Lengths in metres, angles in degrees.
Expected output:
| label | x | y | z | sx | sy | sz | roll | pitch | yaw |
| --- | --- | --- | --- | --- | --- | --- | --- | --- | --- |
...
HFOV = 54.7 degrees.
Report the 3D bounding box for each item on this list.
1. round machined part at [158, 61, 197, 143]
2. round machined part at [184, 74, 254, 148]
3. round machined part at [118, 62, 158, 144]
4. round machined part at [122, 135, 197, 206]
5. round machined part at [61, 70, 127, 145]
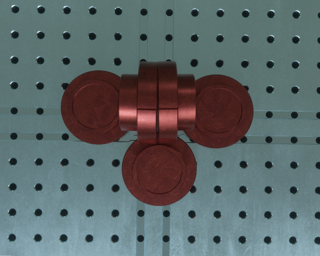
| label | x | y | z | sx | sy | sz | roll | pitch | yaw |
| --- | --- | --- | --- | --- | --- | --- | --- | --- | --- |
| round machined part | 0.019 | -0.031 | 0.372 | 0.042 | 0.098 | 0.097 | -1 | 90 | 0 |
| round machined part | 0.074 | -0.022 | 0.405 | 0.099 | 0.042 | 0.097 | 0 | 90 | -1 |
| round machined part | -0.025 | -0.030 | 0.370 | 0.042 | 0.098 | 0.097 | 1 | 90 | 0 |
| round machined part | -0.001 | 0.054 | 0.405 | 0.099 | 0.042 | 0.097 | 0 | 90 | -1 |
| round machined part | -0.080 | -0.027 | 0.404 | 0.099 | 0.042 | 0.097 | 0 | 90 | -1 |
